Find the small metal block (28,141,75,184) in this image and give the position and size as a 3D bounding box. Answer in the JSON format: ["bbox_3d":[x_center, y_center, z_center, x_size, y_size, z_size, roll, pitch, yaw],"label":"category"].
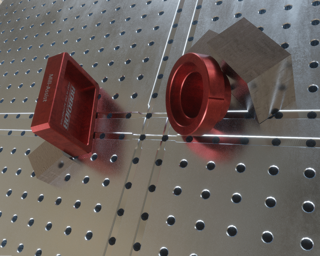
[{"bbox_3d":[-0.163,0.046,0.463,0.050,0.025,0.050,-42,51,-1],"label":"small metal block"}]

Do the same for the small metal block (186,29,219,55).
[{"bbox_3d":[0.073,-0.104,0.433,0.050,0.025,0.050,-46,51,-4],"label":"small metal block"}]

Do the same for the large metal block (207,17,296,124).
[{"bbox_3d":[0.106,-0.065,0.356,0.050,0.080,0.080,-34,52,4],"label":"large metal block"}]

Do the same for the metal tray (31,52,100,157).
[{"bbox_3d":[-0.133,-0.034,0.454,0.030,0.090,0.130,-13,56,21],"label":"metal tray"}]

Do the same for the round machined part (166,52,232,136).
[{"bbox_3d":[0.048,-0.039,0.373,0.098,0.042,0.097,-6,83,63],"label":"round machined part"}]
